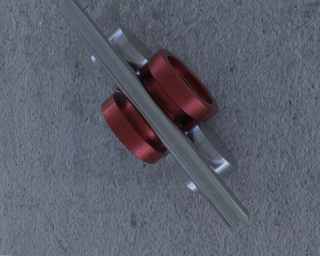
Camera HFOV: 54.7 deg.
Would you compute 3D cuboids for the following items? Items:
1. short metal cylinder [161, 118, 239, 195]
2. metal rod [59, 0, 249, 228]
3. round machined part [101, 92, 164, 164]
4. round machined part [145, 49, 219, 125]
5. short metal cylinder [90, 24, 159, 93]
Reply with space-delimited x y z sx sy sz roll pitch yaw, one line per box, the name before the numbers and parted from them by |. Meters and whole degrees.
short metal cylinder | 0.047 0.030 0.364 0.050 0.080 0.080 -41 78 15
metal rod | -0.015 -0.026 0.330 0.025 0.025 0.300 -42 77 15
round machined part | -0.021 -0.007 0.377 0.042 0.098 0.098 -40 78 11
round machined part | 0.021 -0.043 0.364 0.042 0.098 0.098 -42 77 20
short metal cylinder | -0.041 -0.084 0.394 0.050 0.080 0.080 -41 78 15
